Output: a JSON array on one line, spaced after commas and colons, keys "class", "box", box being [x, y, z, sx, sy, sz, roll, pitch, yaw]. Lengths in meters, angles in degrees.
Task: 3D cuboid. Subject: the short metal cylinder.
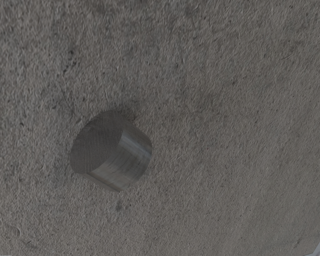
[{"class": "short metal cylinder", "box": [-0.056, 0.026, 0.356, 0.080, 0.080, 0.050, -45, 129, 3]}]
